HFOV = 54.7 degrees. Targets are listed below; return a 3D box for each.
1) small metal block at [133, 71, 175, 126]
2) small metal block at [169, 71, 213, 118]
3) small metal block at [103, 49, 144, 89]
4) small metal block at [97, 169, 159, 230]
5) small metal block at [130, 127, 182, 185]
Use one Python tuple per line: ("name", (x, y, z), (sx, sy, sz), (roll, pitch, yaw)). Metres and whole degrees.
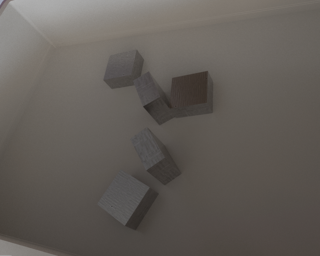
("small metal block", (-0.008, -0.039, 0.416), (0.025, 0.050, 0.050), (-30, 52, 9))
("small metal block", (0.042, -0.044, 0.409), (0.050, 0.025, 0.050), (-8, 58, 24))
("small metal block", (-0.057, -0.093, 0.491), (0.050, 0.025, 0.050), (-6, 59, 25))
("small metal block", (-0.038, 0.085, 0.372), (0.050, 0.025, 0.050), (25, 75, 36))
("small metal block", (-0.005, 0.034, 0.370), (0.025, 0.050, 0.050), (-36, 52, 5))
